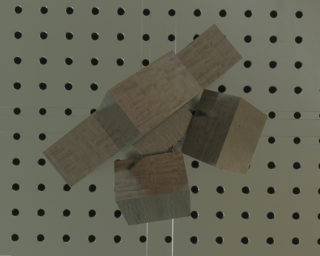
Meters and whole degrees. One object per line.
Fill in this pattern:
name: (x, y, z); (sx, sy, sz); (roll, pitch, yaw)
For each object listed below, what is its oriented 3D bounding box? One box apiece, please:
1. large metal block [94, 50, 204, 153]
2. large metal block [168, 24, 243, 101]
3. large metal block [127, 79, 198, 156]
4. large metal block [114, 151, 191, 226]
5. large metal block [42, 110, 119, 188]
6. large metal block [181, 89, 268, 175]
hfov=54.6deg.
large metal block: (-0.015, -0.025, 0.323); (0.080, 0.080, 0.050); (-37, 90, -25)
large metal block: (0.046, -0.073, 0.386); (0.080, 0.080, 0.050); (-39, 91, 0)
large metal block: (-0.008, -0.011, 0.402); (0.080, 0.050, 0.080); (-39, 90, 0)
large metal block: (-0.007, 0.076, 0.379); (0.080, 0.080, 0.050); (-9, 54, 0)
large metal block: (-0.083, 0.022, 0.384); (0.080, 0.080, 0.050); (-38, 90, 0)
large metal block: (0.080, 0.007, 0.379); (0.050, 0.080, 0.080); (21, 90, 41)
